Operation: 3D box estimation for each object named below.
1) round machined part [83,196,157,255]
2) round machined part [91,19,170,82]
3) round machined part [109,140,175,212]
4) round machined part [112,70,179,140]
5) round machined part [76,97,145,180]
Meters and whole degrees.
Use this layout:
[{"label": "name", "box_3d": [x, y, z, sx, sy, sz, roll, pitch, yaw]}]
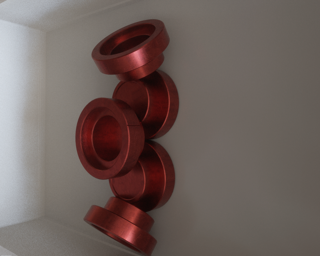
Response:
[{"label": "round machined part", "box_3d": [-0.047, 0.125, 0.407, 0.098, 0.098, 0.042, 8, 58, 39]}, {"label": "round machined part", "box_3d": [-0.033, -0.095, 0.395, 0.098, 0.098, 0.042, 9, 138, 39]}, {"label": "round machined part", "box_3d": [-0.031, 0.065, 0.417, 0.098, 0.042, 0.097, 0, 90, 39]}, {"label": "round machined part", "box_3d": [-0.027, -0.033, 0.413, 0.098, 0.042, 0.097, 0, 90, 39]}, {"label": "round machined part", "box_3d": [-0.058, 0.012, 0.383, 0.098, 0.042, 0.097, 0, 90, 39]}]
